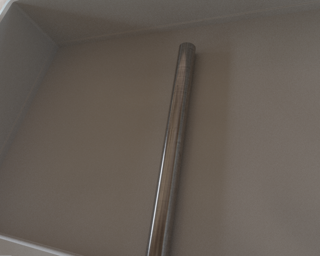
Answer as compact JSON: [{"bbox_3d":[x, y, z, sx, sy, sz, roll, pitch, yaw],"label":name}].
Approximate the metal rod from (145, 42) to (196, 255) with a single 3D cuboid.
[{"bbox_3d":[0.018,0.014,0.388,0.025,0.025,0.300,-5,59,26],"label":"metal rod"}]
